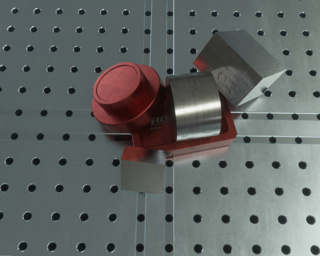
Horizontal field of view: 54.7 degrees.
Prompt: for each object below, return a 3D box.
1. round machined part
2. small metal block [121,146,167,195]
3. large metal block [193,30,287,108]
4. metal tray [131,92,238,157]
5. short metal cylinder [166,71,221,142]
[{"bbox_3d":[-0.046,-0.045,0.395,0.098,0.042,0.098,-13,53,19],"label":"round machined part"},{"bbox_3d":[-0.020,0.051,0.373,0.050,0.050,0.025,7,36,3],"label":"small metal block"},{"bbox_3d":[0.105,-0.081,0.404,0.081,0.050,0.080,-23,68,-47],"label":"large metal block"},{"bbox_3d":[0.026,-0.013,0.411,0.131,0.030,0.090,-10,70,-4],"label":"metal tray"},{"bbox_3d":[0.038,-0.026,0.375,0.050,0.080,0.080,-8,70,-4],"label":"short metal cylinder"}]
